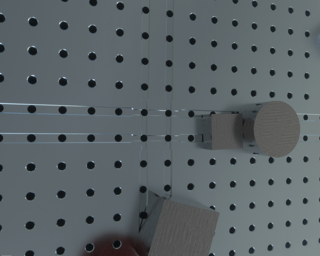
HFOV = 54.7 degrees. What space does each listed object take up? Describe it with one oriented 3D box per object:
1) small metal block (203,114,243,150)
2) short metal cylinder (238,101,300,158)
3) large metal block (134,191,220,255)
[{"bbox_3d":[0.091,0.005,0.446,0.050,0.025,0.050,-2,91,-20],"label":"small metal block"},{"bbox_3d":[0.156,0.002,0.457,0.081,0.050,0.080,0,90,-20],"label":"short metal cylinder"},{"bbox_3d":[0.022,0.136,0.407,0.081,0.050,0.080,19,84,-19],"label":"large metal block"}]
